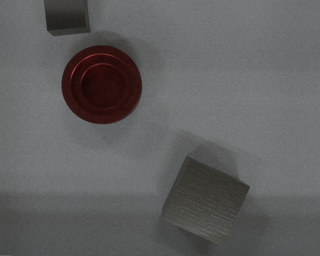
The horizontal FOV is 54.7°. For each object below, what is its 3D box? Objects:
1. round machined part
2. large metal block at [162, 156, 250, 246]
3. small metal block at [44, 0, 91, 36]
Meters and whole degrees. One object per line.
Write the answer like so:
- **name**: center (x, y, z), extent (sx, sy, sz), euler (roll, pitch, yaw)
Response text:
- **round machined part**: center (-0.072, -0.054, 0.402), extent (0.099, 0.042, 0.097), euler (0, 90, -1)
- **large metal block**: center (0.056, 0.091, 0.400), extent (0.080, 0.050, 0.080), euler (24, 90, -1)
- **small metal block**: center (-0.123, -0.152, 0.410), extent (0.050, 0.025, 0.050), euler (-6, 90, -1)
